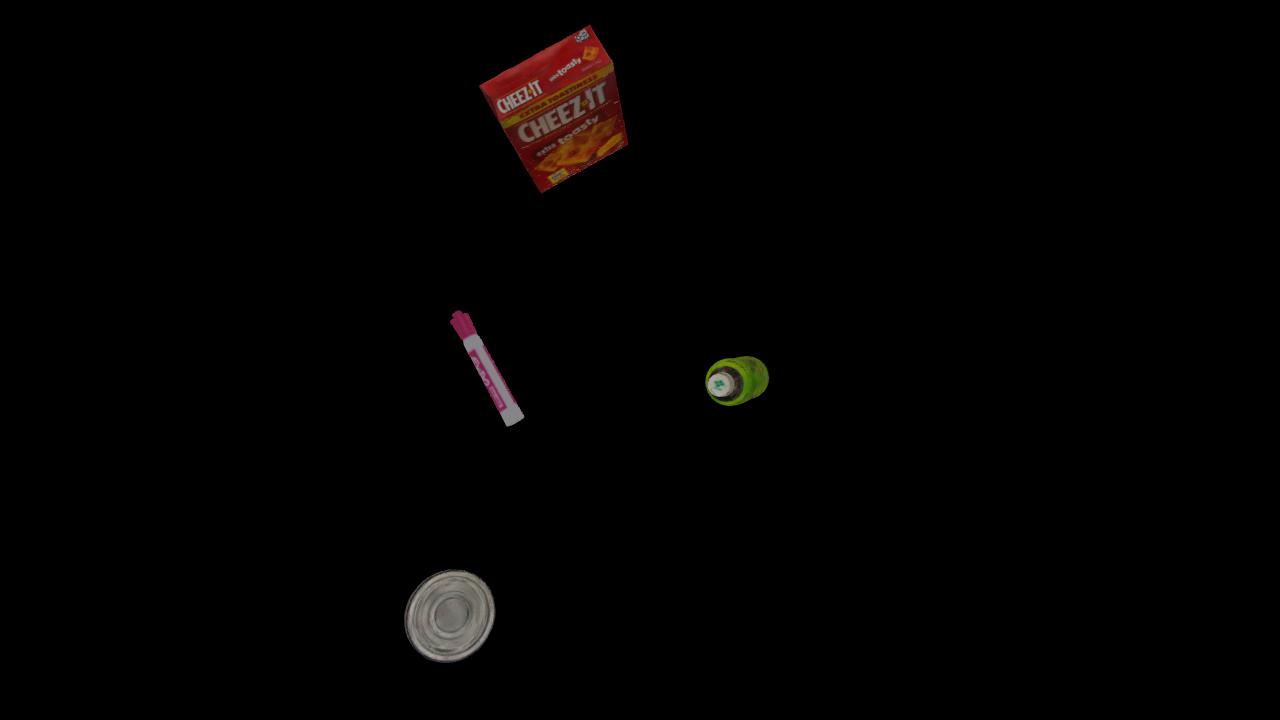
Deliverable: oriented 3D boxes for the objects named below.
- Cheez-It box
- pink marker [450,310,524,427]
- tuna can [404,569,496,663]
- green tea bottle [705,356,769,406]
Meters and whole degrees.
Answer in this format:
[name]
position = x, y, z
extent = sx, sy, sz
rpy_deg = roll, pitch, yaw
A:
[Cheez-It box]
position = -0.110, -0.347, 0.881
extent = 0.166, 0.071, 0.223
rpy_deg = -30, -10, 0
[pink marker]
position = -0.147, 0.006, 0.587
extent = 0.020, 0.121, 0.020
rpy_deg = -29, -5, -3
[tuna can]
position = -0.184, 0.248, 0.598
extent = 0.084, 0.084, 0.034
rpy_deg = 0, -19, -23
[green tea bottle]
position = 0.139, 0.031, 0.902
extent = 0.073, 0.073, 0.212
rpy_deg = 0, 3, 22
